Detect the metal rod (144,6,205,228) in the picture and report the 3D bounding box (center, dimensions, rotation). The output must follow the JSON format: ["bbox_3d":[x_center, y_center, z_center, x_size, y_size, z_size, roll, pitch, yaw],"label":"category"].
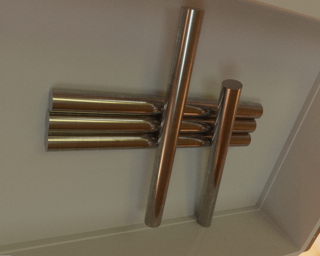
[{"bbox_3d":[0.012,0.007,0.387,0.025,0.025,0.298,-5,121,-26],"label":"metal rod"}]

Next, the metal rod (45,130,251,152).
[{"bbox_3d":[0.004,0.016,0.421,0.303,0.025,0.025,1,118,-29],"label":"metal rod"}]

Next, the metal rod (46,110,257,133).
[{"bbox_3d":[0.010,-0.006,0.410,0.303,0.025,0.025,1,118,-29],"label":"metal rod"}]

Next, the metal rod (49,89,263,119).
[{"bbox_3d":[0.017,-0.028,0.401,0.303,0.025,0.025,1,118,-29],"label":"metal rod"}]

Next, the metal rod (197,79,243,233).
[{"bbox_3d":[0.083,0.063,0.468,0.025,0.025,0.298,-15,132,-20],"label":"metal rod"}]
